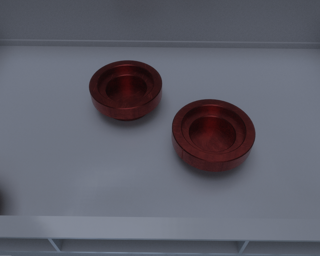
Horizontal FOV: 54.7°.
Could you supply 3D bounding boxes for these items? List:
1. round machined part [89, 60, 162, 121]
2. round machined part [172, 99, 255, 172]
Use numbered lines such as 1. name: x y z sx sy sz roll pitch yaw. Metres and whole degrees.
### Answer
1. round machined part: -0.046 -0.048 0.434 0.099 0.042 0.098 0 50 0
2. round machined part: 0.063 0.013 0.383 0.099 0.042 0.098 0 50 0
